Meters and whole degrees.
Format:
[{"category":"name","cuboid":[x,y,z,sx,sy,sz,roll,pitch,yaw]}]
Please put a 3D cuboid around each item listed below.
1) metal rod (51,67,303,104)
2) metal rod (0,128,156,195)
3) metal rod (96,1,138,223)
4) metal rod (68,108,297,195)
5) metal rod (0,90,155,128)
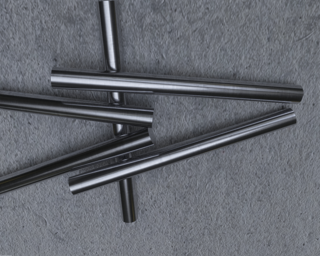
[{"category":"metal rod","cuboid":[0.027,-0.050,0.375,0.302,0.025,0.025,3,110,-8]},{"category":"metal rod","cuboid":[-0.149,0.057,0.415,0.301,0.025,0.025,-19,109,12]},{"category":"metal rod","cuboid":[-0.053,-0.006,0.408,0.025,0.025,0.298,-3,110,1]},{"category":"metal rod","cuboid":[0.030,0.030,0.406,0.302,0.025,0.025,-18,110,-1]},{"category":"metal rod","cuboid":[-0.158,-0.030,0.383,0.302,0.025,0.025,7,110,3]}]
